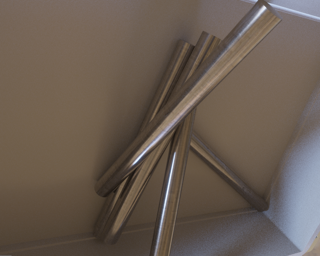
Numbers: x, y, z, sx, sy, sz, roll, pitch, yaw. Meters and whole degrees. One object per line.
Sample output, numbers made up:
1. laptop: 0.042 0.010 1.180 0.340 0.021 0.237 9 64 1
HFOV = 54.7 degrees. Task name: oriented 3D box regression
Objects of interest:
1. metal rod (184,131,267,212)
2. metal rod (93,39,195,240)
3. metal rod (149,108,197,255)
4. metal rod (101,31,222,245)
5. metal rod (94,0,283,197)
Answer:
1. metal rod: 0.113 0.077 0.517 0.025 0.025 0.300 -46 129 4
2. metal rod: -0.026 0.028 0.411 0.025 0.025 0.298 13 112 -34
3. metal rod: 0.013 0.085 0.389 0.025 0.025 0.298 12 87 -33
4. metal rod: -0.006 0.025 0.386 0.025 0.025 0.298 15 110 -34
5. metal rod: 0.006 -0.006 0.333 0.025 0.025 0.298 14 135 -34
